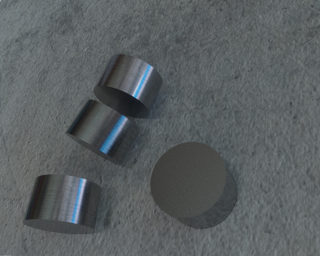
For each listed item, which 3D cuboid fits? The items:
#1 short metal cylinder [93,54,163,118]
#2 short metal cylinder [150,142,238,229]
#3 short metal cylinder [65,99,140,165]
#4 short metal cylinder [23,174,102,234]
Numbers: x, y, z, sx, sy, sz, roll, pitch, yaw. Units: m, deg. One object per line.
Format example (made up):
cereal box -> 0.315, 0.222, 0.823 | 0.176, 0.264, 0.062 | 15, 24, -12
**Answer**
short metal cylinder -> -0.043, -0.055, 0.423 | 0.080, 0.080, 0.050 | 10, 67, 32
short metal cylinder -> 0.037, 0.061, 0.330 | 0.080, 0.050, 0.080 | -13, 56, 20
short metal cylinder -> -0.074, 0.006, 0.402 | 0.080, 0.080, 0.050 | 20, 72, 35
short metal cylinder -> -0.114, 0.093, 0.370 | 0.080, 0.080, 0.050 | -9, 58, 23
